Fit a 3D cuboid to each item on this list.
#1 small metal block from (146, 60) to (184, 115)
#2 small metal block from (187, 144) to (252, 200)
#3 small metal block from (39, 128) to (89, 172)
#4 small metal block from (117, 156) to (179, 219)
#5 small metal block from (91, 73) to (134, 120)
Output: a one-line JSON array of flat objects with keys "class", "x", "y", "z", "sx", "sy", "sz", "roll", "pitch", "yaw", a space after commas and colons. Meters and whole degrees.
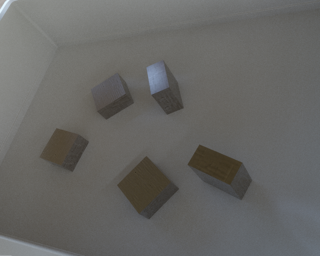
[{"class": "small metal block", "x": 0.007, "y": -0.054, "z": 0.419, "sx": 0.025, "sy": 0.050, "sz": 0.050, "roll": -21, "pitch": 54, "yaw": 16}, {"class": "small metal block", "x": 0.064, "y": 0.047, "z": 0.327, "sx": 0.050, "sy": 0.050, "sz": 0.025, "roll": 23, "pitch": 74, "yaw": 36}, {"class": "small metal block", "x": -0.142, "y": 0.032, "z": 0.461, "sx": 0.050, "sy": 0.025, "sz": 0.050, "roll": 12, "pitch": 68, "yaw": 33}, {"class": "small metal block", "x": -0.015, "y": 0.071, "z": 0.370, "sx": 0.050, "sy": 0.025, "sz": 0.050, "roll": -45, "pitch": 51, "yaw": -3}, {"class": "small metal block", "x": -0.074, "y": -0.049, "z": 0.475, "sx": 0.050, "sy": 0.025, "sz": 0.050, "roll": -30, "pitch": 52, "yaw": 8}]
